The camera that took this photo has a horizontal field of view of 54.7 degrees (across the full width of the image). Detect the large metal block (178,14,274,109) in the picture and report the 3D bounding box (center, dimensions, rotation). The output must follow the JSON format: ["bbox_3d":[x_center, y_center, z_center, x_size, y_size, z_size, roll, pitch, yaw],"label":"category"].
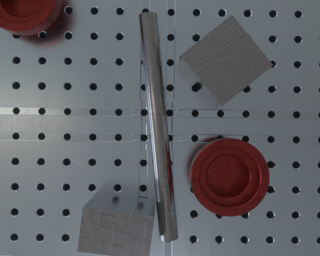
[{"bbox_3d":[0.082,-0.082,0.401,0.080,0.050,0.080,-39,90,0],"label":"large metal block"}]

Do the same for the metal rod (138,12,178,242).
[{"bbox_3d":[-0.002,-0.002,0.413,0.025,0.025,0.298,-5,90,0],"label":"metal rod"}]

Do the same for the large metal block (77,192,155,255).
[{"bbox_3d":[-0.049,0.118,0.385,0.080,0.080,0.050,7,90,0],"label":"large metal block"}]

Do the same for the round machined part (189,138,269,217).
[{"bbox_3d":[0.087,0.062,0.406,0.099,0.042,0.097,0,90,0],"label":"round machined part"}]

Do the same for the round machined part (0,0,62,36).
[{"bbox_3d":[-0.176,-0.168,0.403,0.099,0.042,0.097,0,90,0],"label":"round machined part"}]
